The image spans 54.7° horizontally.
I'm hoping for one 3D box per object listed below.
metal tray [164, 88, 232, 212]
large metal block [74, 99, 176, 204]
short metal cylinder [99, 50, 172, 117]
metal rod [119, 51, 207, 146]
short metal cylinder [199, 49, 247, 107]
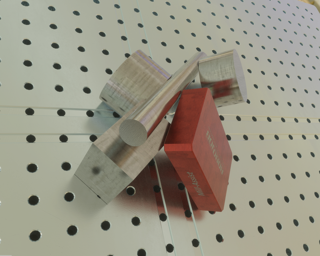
[{"bbox_3d":[0.052,0.028,0.366,0.130,0.030,0.090,61,37,-41],"label":"metal tray"},{"bbox_3d":[-0.038,0.026,0.337,0.050,0.080,0.080,43,51,1],"label":"large metal block"},{"bbox_3d":[-0.030,-0.051,0.388,0.050,0.080,0.080,40,51,-2],"label":"short metal cylinder"},{"bbox_3d":[0.023,-0.056,0.387,0.025,0.025,0.301,40,30,-2],"label":"metal rod"},{"bbox_3d":[0.096,-0.073,0.465,0.080,0.050,0.080,40,45,-55],"label":"short metal cylinder"}]
